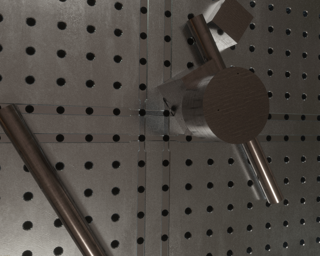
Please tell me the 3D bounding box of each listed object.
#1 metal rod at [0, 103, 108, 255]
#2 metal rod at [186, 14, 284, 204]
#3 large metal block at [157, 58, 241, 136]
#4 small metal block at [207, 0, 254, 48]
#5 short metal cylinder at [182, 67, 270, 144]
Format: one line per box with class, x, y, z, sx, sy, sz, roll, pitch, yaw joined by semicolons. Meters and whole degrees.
metal rod;-0.106;0.108;0.374;0.025;0.025;0.299;-31;101;-18
metal rod;0.114;-0.021;0.456;0.025;0.025;0.299;-30;100;-18
large metal block;0.050;-0.036;0.403;0.050;0.080;0.080;-34;101;-17
small metal block;0.100;-0.155;0.451;0.050;0.025;0.050;36;78;-17
short metal cylinder;0.071;-0.023;0.342;0.081;0.050;0.079;0;90;-20
